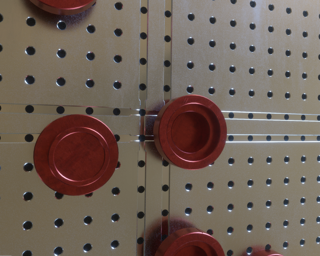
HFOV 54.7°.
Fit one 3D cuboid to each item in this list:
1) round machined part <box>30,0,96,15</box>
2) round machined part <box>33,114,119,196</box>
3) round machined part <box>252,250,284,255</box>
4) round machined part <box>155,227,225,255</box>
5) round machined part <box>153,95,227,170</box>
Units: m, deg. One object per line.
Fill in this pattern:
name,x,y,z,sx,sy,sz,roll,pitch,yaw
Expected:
round machined part,-0.116,-0.180,0.361,0.099,0.042,0.097,0,90,-21
round machined part,-0.098,0.032,0.368,0.099,0.042,0.097,0,90,-21
round machined part,0.171,0.241,0.469,0.099,0.042,0.097,0,90,-21
round machined part,0.036,0.183,0.418,0.099,0.042,0.097,0,90,-21
round machined part,0.037,0.005,0.419,0.099,0.042,0.097,0,90,-21
